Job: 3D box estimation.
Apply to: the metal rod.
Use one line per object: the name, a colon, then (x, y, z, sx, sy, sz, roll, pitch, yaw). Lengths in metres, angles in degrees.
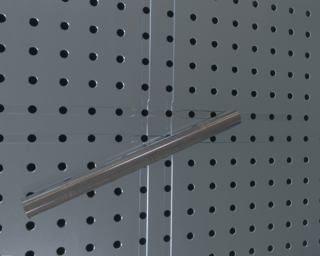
metal rod: (-0.022, 0.038, 0.404, 0.302, 0.025, 0.025, -22, 98, -19)
